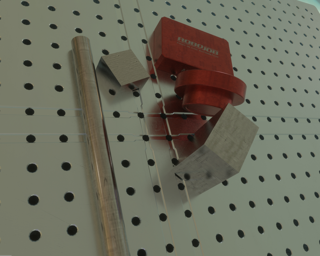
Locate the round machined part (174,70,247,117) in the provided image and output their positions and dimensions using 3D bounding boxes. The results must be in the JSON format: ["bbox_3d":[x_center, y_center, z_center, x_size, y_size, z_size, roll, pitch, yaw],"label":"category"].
[{"bbox_3d":[0.068,-0.043,0.433,0.099,0.098,0.042,15,81,-21],"label":"round machined part"}]

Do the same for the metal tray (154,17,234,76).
[{"bbox_3d":[0.056,-0.124,0.513,0.131,0.030,0.090,13,56,-21],"label":"metal tray"}]

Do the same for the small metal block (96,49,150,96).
[{"bbox_3d":[-0.051,-0.077,0.429,0.050,0.025,0.050,-26,76,-37],"label":"small metal block"}]

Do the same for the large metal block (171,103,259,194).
[{"bbox_3d":[0.070,0.027,0.396,0.050,0.080,0.080,39,51,-2],"label":"large metal block"}]

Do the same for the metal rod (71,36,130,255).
[{"bbox_3d":[-0.073,0.015,0.360,0.025,0.025,0.299,-1,62,-29],"label":"metal rod"}]
